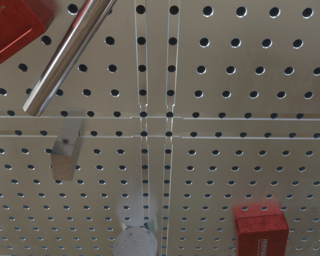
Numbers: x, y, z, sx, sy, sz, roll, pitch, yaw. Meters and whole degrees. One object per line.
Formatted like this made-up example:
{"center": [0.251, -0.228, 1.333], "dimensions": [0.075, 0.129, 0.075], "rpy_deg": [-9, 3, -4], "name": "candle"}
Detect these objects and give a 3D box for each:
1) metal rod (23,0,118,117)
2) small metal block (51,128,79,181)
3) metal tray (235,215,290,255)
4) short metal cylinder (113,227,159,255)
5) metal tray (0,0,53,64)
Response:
{"center": [-0.069, -0.114, 0.313], "dimensions": [0.025, 0.025, 0.299], "rpy_deg": [30, 124, -23], "name": "metal rod"}
{"center": [-0.129, 0.037, 0.425], "dimensions": [0.025, 0.050, 0.050], "rpy_deg": [7, 130, -6], "name": "small metal block"}
{"center": [0.193, 0.220, 0.598], "dimensions": [0.090, 0.030, 0.129], "rpy_deg": [-7, 130, 6], "name": "metal tray"}
{"center": [-0.043, 0.232, 0.573], "dimensions": [0.080, 0.080, 0.050], "rpy_deg": [-3, 130, 2], "name": "short metal cylinder"}
{"center": [-0.189, -0.108, 0.314], "dimensions": [0.130, 0.030, 0.090], "rpy_deg": [-26, 126, 20], "name": "metal tray"}
